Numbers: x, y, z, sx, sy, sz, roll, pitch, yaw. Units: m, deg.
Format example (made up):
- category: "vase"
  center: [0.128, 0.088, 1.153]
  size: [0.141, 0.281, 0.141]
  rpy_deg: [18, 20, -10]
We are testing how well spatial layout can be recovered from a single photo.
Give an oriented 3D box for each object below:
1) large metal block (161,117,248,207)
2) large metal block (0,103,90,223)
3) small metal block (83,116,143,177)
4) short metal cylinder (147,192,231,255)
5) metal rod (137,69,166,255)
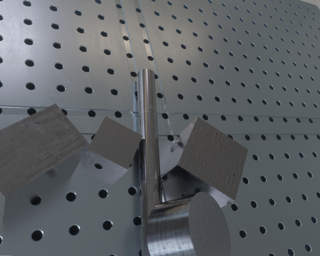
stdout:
- category: "large metal block"
  center: [0.057, 0.046, 0.395]
  size: [0.080, 0.050, 0.080]
  rpy_deg: [33, 51, -7]
- category: "large metal block"
  center: [-0.122, 0.033, 0.287]
  size: [0.050, 0.080, 0.081]
  rpy_deg: [49, 51, 6]
- category: "small metal block"
  center: [-0.055, 0.022, 0.365]
  size: [0.050, 0.025, 0.050]
  rpy_deg: [29, 52, -10]
- category: "short metal cylinder"
  center: [0.031, 0.112, 0.321]
  size: [0.080, 0.050, 0.080]
  rpy_deg: [35, 43, -40]
- category: "metal rod"
  center: [-0.012, 0.053, 0.369]
  size: [0.025, 0.025, 0.299]
  rpy_deg: [10, 57, -23]
